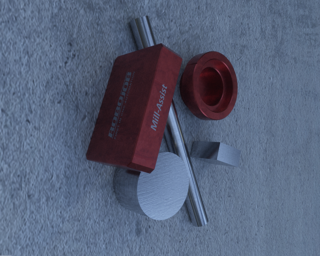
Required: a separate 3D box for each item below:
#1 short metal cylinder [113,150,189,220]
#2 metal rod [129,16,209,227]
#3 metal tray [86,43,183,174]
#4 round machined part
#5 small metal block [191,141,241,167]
[{"bbox_3d":[-0.010,0.068,0.383,0.081,0.050,0.079,0,90,-40],"label":"short metal cylinder"},{"bbox_3d":[0.017,0.001,0.423,0.025,0.025,0.298,-28,108,-37],"label":"metal rod"},{"bbox_3d":[-0.030,-0.021,0.340,0.030,0.090,0.130,24,75,-38],"label":"metal tray"},{"bbox_3d":[0.067,-0.060,0.453,0.099,0.042,0.097,0,90,-40],"label":"round machined part"},{"bbox_3d":[0.083,0.038,0.458,0.050,0.050,0.025,21,77,-38],"label":"small metal block"}]
